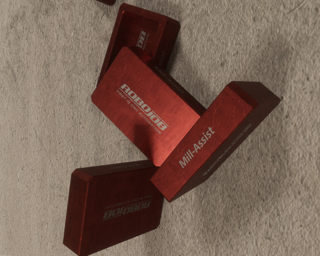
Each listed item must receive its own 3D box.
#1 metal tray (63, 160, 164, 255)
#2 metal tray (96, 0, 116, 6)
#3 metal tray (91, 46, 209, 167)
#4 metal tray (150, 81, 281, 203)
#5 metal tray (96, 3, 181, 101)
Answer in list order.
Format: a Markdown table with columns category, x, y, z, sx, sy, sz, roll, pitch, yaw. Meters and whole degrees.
| category | x | y | z | sx | sy | sz | roll | pitch | yaw |
| --- | --- | --- | --- | --- | --- | --- | --- | --- | --- |
| metal tray | -0.047 | 0.090 | 0.374 | 0.030 | 0.131 | 0.089 | 15 | 100 | 39 |
| metal tray | -0.073 | -0.263 | 0.460 | 0.090 | 0.030 | 0.129 | 51 | 120 | 27 |
| metal tray | -0.015 | -0.027 | 0.386 | 0.130 | 0.030 | 0.090 | 45 | 118 | 9 |
| metal tray | 0.056 | 0.013 | 0.312 | 0.030 | 0.091 | 0.129 | 47 | 118 | 19 |
| metal tray | -0.034 | -0.096 | 0.427 | 0.090 | 0.030 | 0.129 | 32 | 109 | 35 |
